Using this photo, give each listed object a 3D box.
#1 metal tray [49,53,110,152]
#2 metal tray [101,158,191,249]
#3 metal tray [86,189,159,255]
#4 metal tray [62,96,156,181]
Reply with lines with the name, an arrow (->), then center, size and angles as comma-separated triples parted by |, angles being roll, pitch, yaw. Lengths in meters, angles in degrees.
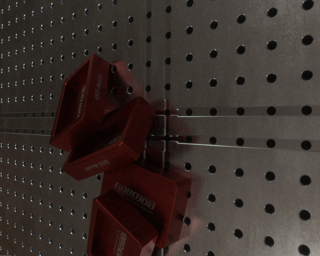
metal tray -> -0.119, -0.039, 0.465 | 0.090, 0.030, 0.130 | -31, 44, 35
metal tray -> -0.026, 0.093, 0.426 | 0.130, 0.030, 0.089 | 18, 102, 38
metal tray -> -0.056, 0.156, 0.418 | 0.090, 0.030, 0.129 | 36, 130, 27
metal tray -> -0.071, 0.016, 0.429 | 0.130, 0.030, 0.090 | -23, 35, 37
